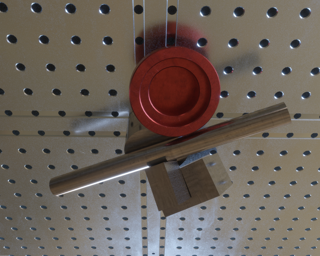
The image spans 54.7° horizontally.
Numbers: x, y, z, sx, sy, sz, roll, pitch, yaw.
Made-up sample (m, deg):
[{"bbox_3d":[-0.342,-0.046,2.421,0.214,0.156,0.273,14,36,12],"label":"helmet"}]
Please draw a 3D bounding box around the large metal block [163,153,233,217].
[{"bbox_3d":[0.046,0.077,0.431,0.080,0.050,0.080,-28,170,22],"label":"large metal block"}]

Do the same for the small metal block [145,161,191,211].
[{"bbox_3d":[0.010,0.068,0.373,0.025,0.050,0.050,-23,169,18],"label":"small metal block"}]

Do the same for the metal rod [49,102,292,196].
[{"bbox_3d":[0.000,0.031,0.371,0.301,0.025,0.025,-19,128,15],"label":"metal rod"}]

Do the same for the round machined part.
[{"bbox_3d":[0.015,-0.043,0.349,0.099,0.042,0.097,-2,108,-6],"label":"round machined part"}]

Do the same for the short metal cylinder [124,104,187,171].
[{"bbox_3d":[-0.004,0.013,0.406,0.081,0.050,0.079,0,130,0],"label":"short metal cylinder"}]
